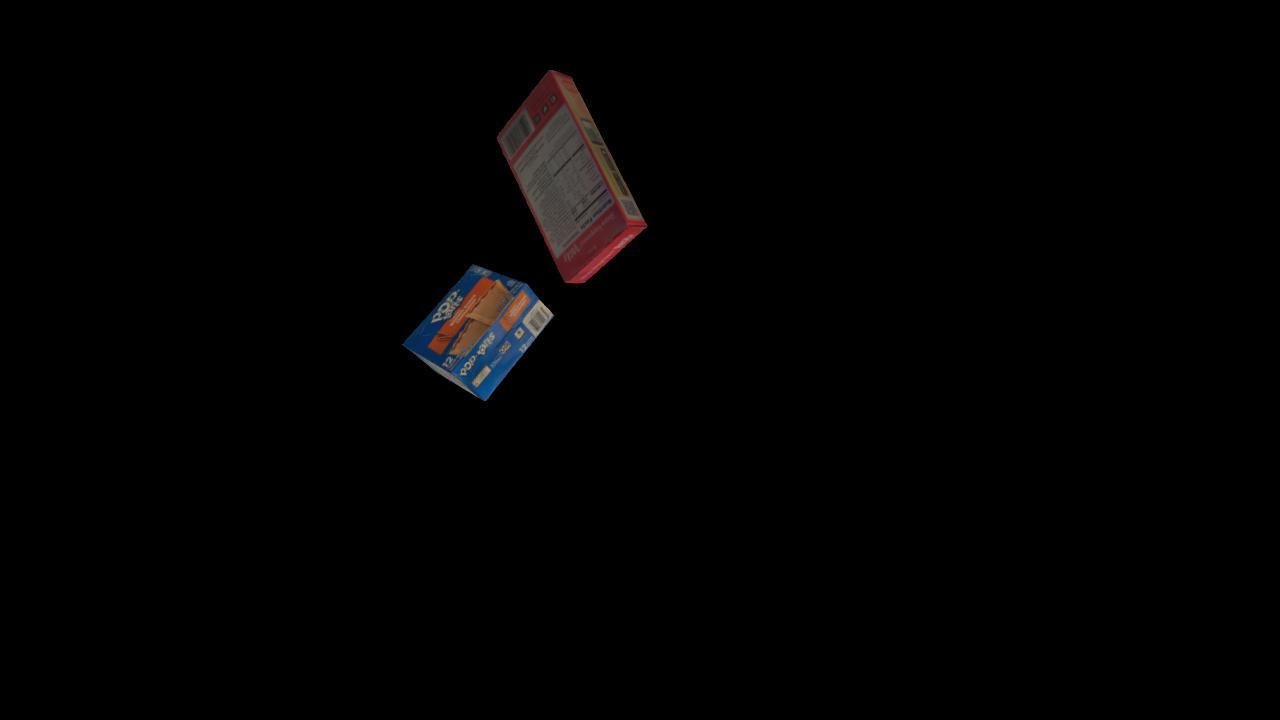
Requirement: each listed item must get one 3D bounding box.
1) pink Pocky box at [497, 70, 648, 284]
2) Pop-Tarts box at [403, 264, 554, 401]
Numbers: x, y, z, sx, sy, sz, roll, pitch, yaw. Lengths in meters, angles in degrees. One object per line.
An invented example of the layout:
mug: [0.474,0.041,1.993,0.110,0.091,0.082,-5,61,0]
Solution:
pink Pocky box: [-0.060,-0.150,0.512,0.084,0.155,0.029,-36,-16,36]
Pop-Tarts box: [-0.240,-0.045,0.917,0.141,0.167,0.083,23,-22,39]
